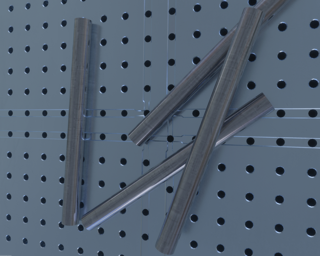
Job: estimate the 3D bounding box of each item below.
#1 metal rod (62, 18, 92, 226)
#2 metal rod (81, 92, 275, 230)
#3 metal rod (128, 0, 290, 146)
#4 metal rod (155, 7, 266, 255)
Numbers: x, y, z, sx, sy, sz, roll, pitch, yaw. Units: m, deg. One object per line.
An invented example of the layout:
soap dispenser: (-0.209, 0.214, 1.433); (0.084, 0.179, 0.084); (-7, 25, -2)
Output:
metal rod: (-0.122, -0.008, 0.456); (0.025, 0.025, 0.298); (5, 92, 20)
metal rod: (0.012, 0.052, 0.408); (0.300, 0.025, 0.025); (-36, 79, 16)
metal rod: (0.069, -0.086, 0.388); (0.299, 0.025, 0.025); (-44, 76, 14)
metal rod: (0.056, 0.010, 0.365); (0.025, 0.025, 0.299); (22, 97, 18)
